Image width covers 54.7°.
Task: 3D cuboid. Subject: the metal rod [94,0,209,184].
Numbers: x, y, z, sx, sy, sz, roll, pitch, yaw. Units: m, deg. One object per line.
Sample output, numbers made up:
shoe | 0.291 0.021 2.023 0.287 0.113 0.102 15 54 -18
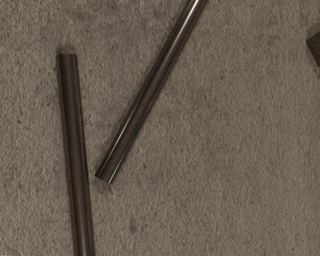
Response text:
metal rod | -0.003 -0.067 0.408 0.025 0.025 0.299 30 80 -18

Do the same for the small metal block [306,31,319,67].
small metal block | 0.279 -0.137 0.514 0.050 0.025 0.050 -35 102 -17

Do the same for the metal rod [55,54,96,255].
metal rod | -0.099 0.063 0.373 0.025 0.025 0.298 -6 92 -20
